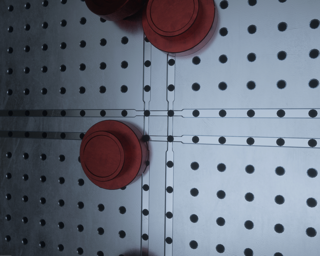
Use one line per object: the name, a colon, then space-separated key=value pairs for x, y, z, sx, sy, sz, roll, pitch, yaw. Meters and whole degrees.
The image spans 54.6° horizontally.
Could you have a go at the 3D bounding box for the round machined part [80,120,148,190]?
round machined part: x=-0.070 y=0.037 z=0.429 sx=0.098 sy=0.042 sz=0.097 roll=0 pitch=90 yaw=20

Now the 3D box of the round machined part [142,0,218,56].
round machined part: x=0.021 y=-0.145 z=0.396 sx=0.098 sy=0.042 sz=0.097 roll=0 pitch=90 yaw=20

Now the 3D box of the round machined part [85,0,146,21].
round machined part: x=-0.052 y=-0.190 z=0.415 sx=0.098 sy=0.042 sz=0.098 roll=-4 pitch=81 yaw=32
